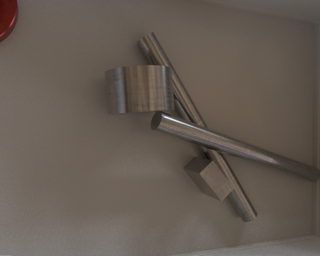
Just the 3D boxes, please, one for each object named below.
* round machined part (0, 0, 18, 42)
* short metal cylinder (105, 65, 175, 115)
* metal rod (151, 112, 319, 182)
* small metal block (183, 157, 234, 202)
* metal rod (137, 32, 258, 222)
[{"bbox_3d":[-0.205,-0.136,0.325,0.099,0.042,0.097,0,90,-21],"label":"round machined part"},{"bbox_3d":[-0.024,-0.044,0.373,0.081,0.080,0.050,-5,92,-20],"label":"short metal cylinder"},{"bbox_3d":[0.123,0.034,0.437,0.302,0.025,0.025,19,84,-27],"label":"metal rod"},{"bbox_3d":[0.065,0.068,0.423,0.025,0.050,0.050,-42,104,-15],"label":"small metal block"},{"bbox_3d":[0.057,0.006,0.432,0.025,0.025,0.299,-35,102,-17],"label":"metal rod"}]
